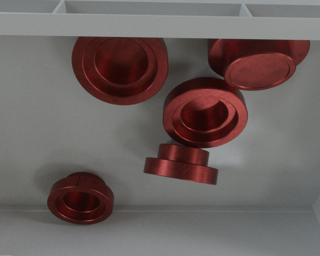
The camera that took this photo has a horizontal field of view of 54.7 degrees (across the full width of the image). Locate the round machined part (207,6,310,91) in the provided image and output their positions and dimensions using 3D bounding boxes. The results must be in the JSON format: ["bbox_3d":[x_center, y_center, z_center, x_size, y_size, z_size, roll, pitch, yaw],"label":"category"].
[{"bbox_3d":[0.098,-0.072,0.313,0.099,0.042,0.098,1,157,1],"label":"round machined part"}]

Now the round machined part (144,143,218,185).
[{"bbox_3d":[0.030,0.047,0.417,0.099,0.042,0.098,10,172,2],"label":"round machined part"}]

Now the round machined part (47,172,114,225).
[{"bbox_3d":[-0.122,0.107,0.487,0.099,0.042,0.097,-1,130,0],"label":"round machined part"}]

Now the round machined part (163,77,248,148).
[{"bbox_3d":[0.053,-0.023,0.376,0.099,0.042,0.097,1,135,1],"label":"round machined part"}]

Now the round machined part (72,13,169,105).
[{"bbox_3d":[-0.040,-0.076,0.333,0.099,0.042,0.097,-1,130,0],"label":"round machined part"}]
